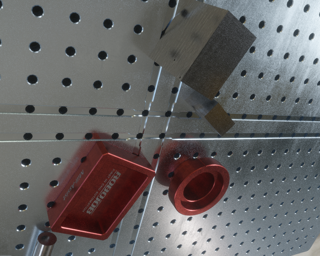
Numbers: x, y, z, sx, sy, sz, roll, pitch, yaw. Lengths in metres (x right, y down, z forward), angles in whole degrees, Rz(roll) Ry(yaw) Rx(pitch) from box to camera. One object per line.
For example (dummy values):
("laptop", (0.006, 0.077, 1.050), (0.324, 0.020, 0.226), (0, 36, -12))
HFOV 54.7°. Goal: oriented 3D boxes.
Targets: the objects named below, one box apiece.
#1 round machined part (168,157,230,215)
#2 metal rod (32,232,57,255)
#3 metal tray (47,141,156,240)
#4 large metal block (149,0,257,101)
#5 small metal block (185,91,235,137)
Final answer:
("round machined part", (0.056, 0.086, 0.487), (0.099, 0.042, 0.097), (-14, 125, -21))
("metal rod", (-0.208, 0.280, 0.471), (0.025, 0.025, 0.298), (10, 113, -33))
("metal tray", (-0.078, 0.089, 0.421), (0.090, 0.030, 0.130), (28, 103, -38))
("large metal block", (0.044, -0.089, 0.346), (0.050, 0.080, 0.080), (26, 104, -37))
("small metal block", (0.068, -0.022, 0.421), (0.025, 0.050, 0.050), (-45, 130, 3))
